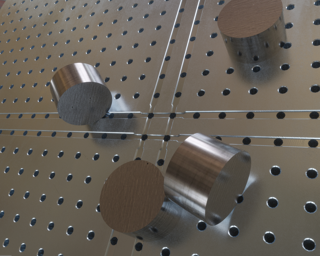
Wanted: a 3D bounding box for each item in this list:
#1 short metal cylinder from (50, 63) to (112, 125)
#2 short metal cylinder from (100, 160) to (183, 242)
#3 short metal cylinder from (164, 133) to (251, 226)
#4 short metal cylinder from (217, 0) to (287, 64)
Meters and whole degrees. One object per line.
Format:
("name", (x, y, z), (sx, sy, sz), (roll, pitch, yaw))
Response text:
("short metal cylinder", (-0.119, -0.050, 0.466), (0.080, 0.080, 0.050), (-36, 51, 4))
("short metal cylinder", (-0.020, 0.083, 0.352), (0.080, 0.050, 0.080), (-13, 56, 21))
("short metal cylinder", (0.050, 0.051, 0.316), (0.050, 0.080, 0.080), (25, 75, 36))
("short metal cylinder", (0.122, -0.133, 0.409), (0.080, 0.050, 0.080), (-13, 56, 21))
